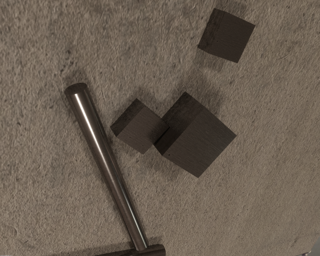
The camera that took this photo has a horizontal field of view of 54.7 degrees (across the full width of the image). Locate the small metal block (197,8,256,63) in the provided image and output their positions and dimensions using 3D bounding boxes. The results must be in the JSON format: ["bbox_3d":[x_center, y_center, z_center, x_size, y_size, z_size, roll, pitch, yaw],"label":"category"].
[{"bbox_3d":[0.082,-0.113,0.383,0.050,0.025,0.050,9,114,-33],"label":"small metal block"}]

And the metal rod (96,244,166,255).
[{"bbox_3d":[-0.127,0.213,0.470,0.303,0.025,0.025,2,118,-30],"label":"metal rod"}]

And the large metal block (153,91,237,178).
[{"bbox_3d":[0.044,0.011,0.423,0.080,0.050,0.080,-49,129,6],"label":"large metal block"}]

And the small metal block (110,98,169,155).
[{"bbox_3d":[-0.025,-0.001,0.394,0.050,0.025,0.050,-48,130,5],"label":"small metal block"}]

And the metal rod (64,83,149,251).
[{"bbox_3d":[-0.061,0.074,0.420,0.025,0.025,0.298,-25,128,-14],"label":"metal rod"}]
